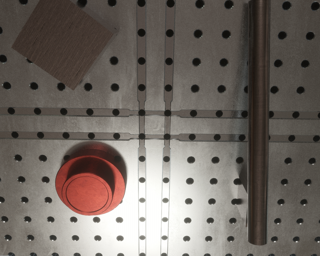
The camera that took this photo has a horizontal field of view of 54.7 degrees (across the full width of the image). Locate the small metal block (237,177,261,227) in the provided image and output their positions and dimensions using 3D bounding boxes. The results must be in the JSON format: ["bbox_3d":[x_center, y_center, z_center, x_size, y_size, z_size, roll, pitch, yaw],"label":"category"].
[{"bbox_3d":[0.129,0.104,0.440,0.025,0.050,0.050,-1,110,0],"label":"small metal block"}]

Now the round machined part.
[{"bbox_3d":[-0.097,0.083,0.433,0.099,0.042,0.097,0,110,-1],"label":"round machined part"}]

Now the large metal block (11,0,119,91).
[{"bbox_3d":[-0.107,-0.104,0.360,0.080,0.050,0.080,36,106,-13],"label":"large metal block"}]

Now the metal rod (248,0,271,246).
[{"bbox_3d":[0.121,-0.001,0.382,0.025,0.025,0.298,-2,98,0],"label":"metal rod"}]
